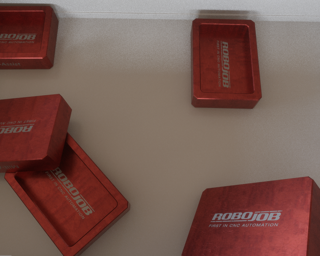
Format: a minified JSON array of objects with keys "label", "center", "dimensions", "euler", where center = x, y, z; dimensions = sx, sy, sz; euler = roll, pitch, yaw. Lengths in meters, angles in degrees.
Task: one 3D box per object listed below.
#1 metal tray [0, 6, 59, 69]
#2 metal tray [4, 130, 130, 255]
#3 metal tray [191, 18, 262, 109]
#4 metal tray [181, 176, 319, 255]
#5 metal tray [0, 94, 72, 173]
[{"label":"metal tray","center":[-0.222,-0.132,0.452],"dimensions":[0.131,0.030,0.090],"euler":[0,70,-1]},{"label":"metal tray","center":[-0.111,0.077,0.377],"dimensions":[0.090,0.030,0.130],"euler":[-41,75,-14]},{"label":"metal tray","center":[0.091,-0.093,0.442],"dimensions":[0.091,0.030,0.130],"euler":[2,70,0]},{"label":"metal tray","center":[0.091,0.100,0.312],"dimensions":[0.030,0.130,0.090],"euler":[48,48,-24]},{"label":"metal tray","center":[-0.182,0.007,0.379],"dimensions":[0.131,0.030,0.090],"euler":[-4,57,10]}]
